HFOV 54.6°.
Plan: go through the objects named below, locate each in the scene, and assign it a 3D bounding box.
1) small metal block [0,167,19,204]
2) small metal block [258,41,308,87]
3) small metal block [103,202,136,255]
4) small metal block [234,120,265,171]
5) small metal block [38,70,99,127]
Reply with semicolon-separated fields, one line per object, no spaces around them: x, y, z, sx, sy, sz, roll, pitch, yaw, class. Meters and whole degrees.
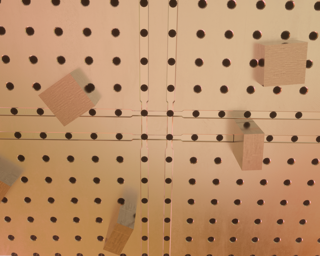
-0.241;0.082;0.442;0.050;0.025;0.050;35;106;-12;small metal block
0.151;-0.080;0.385;0.050;0.025;0.050;-4;110;1;small metal block
-0.058;0.146;0.453;0.025;0.050;0.050;24;108;-9;small metal block
0.116;0.022;0.409;0.025;0.050;0.050;-2;110;1;small metal block
-0.116;-0.038;0.398;0.050;0.025;0.050;-32;107;11;small metal block
